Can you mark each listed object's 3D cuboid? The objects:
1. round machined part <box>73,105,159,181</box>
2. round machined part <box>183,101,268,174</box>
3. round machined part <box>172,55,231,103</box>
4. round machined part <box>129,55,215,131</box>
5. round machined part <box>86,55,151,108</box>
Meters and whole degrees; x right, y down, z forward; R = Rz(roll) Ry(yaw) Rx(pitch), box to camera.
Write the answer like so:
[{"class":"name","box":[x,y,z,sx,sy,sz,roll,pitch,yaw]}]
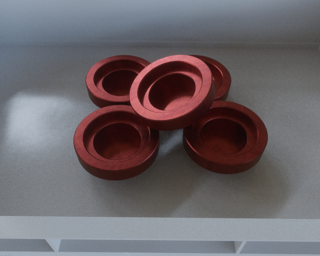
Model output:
[{"class":"round machined part","box":[-0.050,0.021,0.373,0.099,0.042,0.098,0,50,0]},{"class":"round machined part","box":[0.077,0.015,0.380,0.099,0.042,0.098,0,50,0]},{"class":"round machined part","box":[0.048,-0.057,0.441,0.099,0.042,0.098,0,50,0]},{"class":"round machined part","box":[0.017,-0.037,0.368,0.098,0.042,0.098,-10,54,15]},{"class":"round machined part","box":[-0.052,-0.057,0.439,0.099,0.042,0.098,0,50,0]}]
